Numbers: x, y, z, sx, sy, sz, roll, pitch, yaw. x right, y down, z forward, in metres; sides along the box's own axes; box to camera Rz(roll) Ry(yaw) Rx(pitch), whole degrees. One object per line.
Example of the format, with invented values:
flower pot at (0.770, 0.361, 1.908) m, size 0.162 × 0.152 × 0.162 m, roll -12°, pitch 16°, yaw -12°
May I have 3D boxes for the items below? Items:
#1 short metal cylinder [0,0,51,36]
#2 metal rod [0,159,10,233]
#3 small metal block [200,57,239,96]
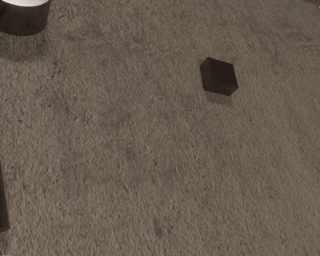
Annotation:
short metal cylinder at (-0.181, -0.164, 0.391) m, size 0.081 × 0.050 × 0.080 m, roll 14°, pitch 56°, yaw -21°
metal rod at (-0.193, -0.040, 0.324) m, size 0.025 × 0.025 × 0.299 m, roll -6°, pitch 65°, yaw -31°
small metal block at (0.097, -0.084, 0.510) m, size 0.050 × 0.025 × 0.050 m, roll 9°, pitch 58°, yaw -24°
